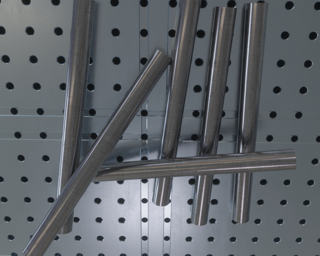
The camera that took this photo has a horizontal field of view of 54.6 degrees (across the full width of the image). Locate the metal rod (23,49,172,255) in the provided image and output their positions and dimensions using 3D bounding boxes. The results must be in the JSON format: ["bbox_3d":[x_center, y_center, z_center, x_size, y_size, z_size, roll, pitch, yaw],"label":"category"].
[{"bbox_3d":[-0.079,0.035,0.386,0.025,0.025,0.299,33,92,-11],"label":"metal rod"}]

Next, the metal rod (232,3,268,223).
[{"bbox_3d":[0.117,-0.005,0.412,0.025,0.025,0.298,-1,110,0],"label":"metal rod"}]

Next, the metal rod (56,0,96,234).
[{"bbox_3d":[-0.110,-0.005,0.392,0.025,0.025,0.298,8,103,-3],"label":"metal rod"}]

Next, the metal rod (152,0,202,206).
[{"bbox_3d":[0.020,-0.032,0.401,0.025,0.025,0.298,7,110,-3],"label":"metal rod"}]

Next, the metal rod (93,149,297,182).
[{"bbox_3d":[0.014,0.052,0.403,0.301,0.025,0.025,-6,111,13],"label":"metal rod"}]

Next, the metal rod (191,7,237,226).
[{"bbox_3d":[0.068,-0.001,0.413,0.025,0.025,0.298,3,110,-1],"label":"metal rod"}]
